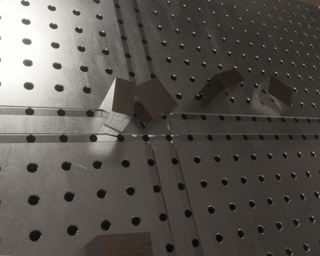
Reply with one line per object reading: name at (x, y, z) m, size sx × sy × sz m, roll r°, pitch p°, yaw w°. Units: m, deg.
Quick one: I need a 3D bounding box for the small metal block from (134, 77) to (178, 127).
small metal block at (-0.012, -0.036, 0.425) m, size 0.050 × 0.025 × 0.050 m, roll -30°, pitch 79°, yaw -38°

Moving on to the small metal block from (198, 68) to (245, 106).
small metal block at (0.096, -0.064, 0.485) m, size 0.050 × 0.050 × 0.025 m, roll -23°, pitch 75°, yaw -37°

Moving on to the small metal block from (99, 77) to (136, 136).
small metal block at (-0.052, -0.025, 0.381) m, size 0.025 × 0.050 × 0.050 m, roll 15°, pitch 56°, yaw -21°

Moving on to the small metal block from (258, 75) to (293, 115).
small metal block at (0.210, -0.060, 0.561) m, size 0.050 × 0.025 × 0.050 m, roll 31°, pitch 51°, yaw -9°

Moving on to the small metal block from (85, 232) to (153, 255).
small metal block at (-0.041, 0.120, 0.298) m, size 0.050 × 0.050 × 0.025 m, roll 6°, pitch 59°, yaw -26°
